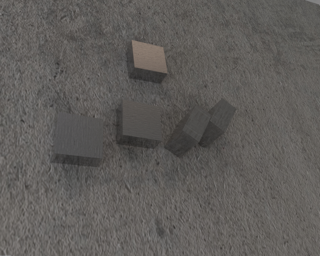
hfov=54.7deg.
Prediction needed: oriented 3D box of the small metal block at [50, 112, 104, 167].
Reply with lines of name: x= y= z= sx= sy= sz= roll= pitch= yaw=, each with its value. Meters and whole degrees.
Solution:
small metal block: x=-0.092 y=0.014 z=0.346 sx=0.050 sy=0.025 sz=0.050 roll=10 pitch=58 yaw=-23

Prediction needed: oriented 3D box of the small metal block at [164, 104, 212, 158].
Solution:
small metal block: x=0.037 y=0.005 z=0.404 sx=0.025 sy=0.050 sz=0.050 roll=36 pitch=51 yaw=-5

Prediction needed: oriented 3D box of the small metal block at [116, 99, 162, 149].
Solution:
small metal block: x=-0.027 y=-0.004 z=0.391 sx=0.050 sy=0.025 sz=0.050 roll=10 pitch=58 yaw=-23

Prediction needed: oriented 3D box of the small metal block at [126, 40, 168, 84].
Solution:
small metal block: x=-0.020 y=-0.096 z=0.451 sx=0.050 sy=0.025 sz=0.050 roll=6 pitch=59 yaw=-25

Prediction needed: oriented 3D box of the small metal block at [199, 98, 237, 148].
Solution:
small metal block: x=0.074 y=-0.006 z=0.431 sx=0.025 sy=0.050 sz=0.050 roll=38 pitch=51 yaw=-3
